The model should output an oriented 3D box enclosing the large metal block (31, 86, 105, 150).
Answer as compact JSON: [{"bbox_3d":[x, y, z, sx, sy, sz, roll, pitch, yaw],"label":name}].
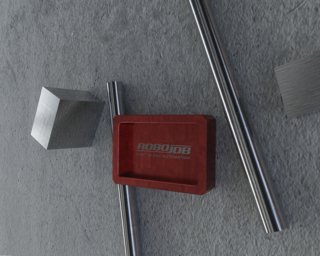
[{"bbox_3d":[-0.143,-0.015,0.484,0.050,0.081,0.079,32,110,35],"label":"large metal block"}]

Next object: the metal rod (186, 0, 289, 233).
[{"bbox_3d":[0.076,-0.040,0.340,0.025,0.025,0.299,-25,74,37],"label":"metal rod"}]

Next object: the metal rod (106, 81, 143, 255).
[{"bbox_3d":[-0.048,0.082,0.442,0.025,0.025,0.298,-12,83,39],"label":"metal rod"}]

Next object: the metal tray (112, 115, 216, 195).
[{"bbox_3d":[0.002,0.029,0.384,0.130,0.030,0.089,1,91,30],"label":"metal tray"}]

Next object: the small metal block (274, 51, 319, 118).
[{"bbox_3d":[0.141,-0.040,0.288,0.050,0.025,0.050,-18,78,38],"label":"small metal block"}]
